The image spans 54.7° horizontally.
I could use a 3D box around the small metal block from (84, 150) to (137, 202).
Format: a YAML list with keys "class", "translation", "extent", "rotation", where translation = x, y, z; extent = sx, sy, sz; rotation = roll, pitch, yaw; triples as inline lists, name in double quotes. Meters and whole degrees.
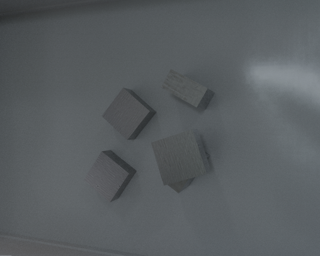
- class: "small metal block"
  translation: [-0.070, 0.066, 0.434]
  extent: [0.050, 0.025, 0.050]
  rotation: [36, 101, 16]

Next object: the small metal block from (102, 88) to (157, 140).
- class: "small metal block"
  translation: [-0.042, -0.019, 0.424]
  extent: [0.050, 0.025, 0.050]
  rotation: [42, 103, 14]

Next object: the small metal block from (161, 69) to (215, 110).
- class: "small metal block"
  translation: [0.036, -0.047, 0.384]
  extent: [0.050, 0.050, 0.025]
  rotation: [31, 100, 17]

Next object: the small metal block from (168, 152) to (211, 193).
- class: "small metal block"
  translation: [0.034, 0.049, 0.385]
  extent: [0.025, 0.050, 0.050]
  rotation: [36, 101, 16]

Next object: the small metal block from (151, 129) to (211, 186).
- class: "small metal block"
  translation: [0.024, 0.032, 0.348]
  extent: [0.050, 0.025, 0.050]
  rotation: [-19, 84, 18]
